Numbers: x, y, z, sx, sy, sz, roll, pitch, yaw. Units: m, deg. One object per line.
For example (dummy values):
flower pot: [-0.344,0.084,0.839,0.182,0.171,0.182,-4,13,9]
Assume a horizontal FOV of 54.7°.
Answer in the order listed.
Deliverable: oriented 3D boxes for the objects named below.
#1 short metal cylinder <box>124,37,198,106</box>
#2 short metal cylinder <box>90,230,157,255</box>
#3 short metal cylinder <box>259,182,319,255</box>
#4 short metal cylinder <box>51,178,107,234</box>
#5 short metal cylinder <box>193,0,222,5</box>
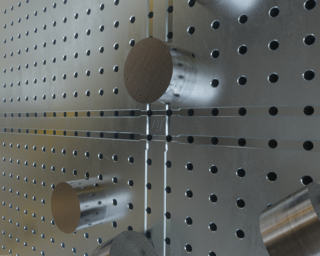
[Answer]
short metal cylinder: [0.000,-0.069,0.393,0.080,0.050,0.079,0,90,40]
short metal cylinder: [-0.048,0.185,0.414,0.050,0.081,0.080,-39,66,33]
short metal cylinder: [0.133,0.094,0.264,0.050,0.081,0.080,-44,64,31]
short metal cylinder: [-0.132,0.124,0.502,0.080,0.050,0.079,0,90,40]
short metal cylinder: [0.049,-0.189,0.353,0.080,0.050,0.079,0,90,40]
